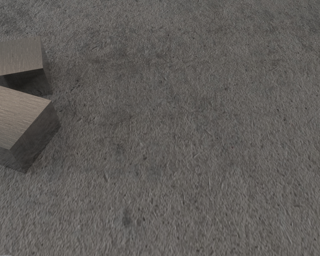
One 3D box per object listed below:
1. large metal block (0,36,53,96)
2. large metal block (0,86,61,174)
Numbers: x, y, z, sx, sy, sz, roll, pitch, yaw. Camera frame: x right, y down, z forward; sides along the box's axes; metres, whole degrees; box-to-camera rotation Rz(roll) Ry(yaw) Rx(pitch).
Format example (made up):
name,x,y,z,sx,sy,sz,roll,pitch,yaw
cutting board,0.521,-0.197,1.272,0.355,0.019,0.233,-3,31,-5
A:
name,x,y,z,sx,sy,sz,roll,pitch,yaw
large metal block,-0.210,-0.086,0.458,0.081,0.050,0.080,-13,51,-11
large metal block,-0.186,0.000,0.386,0.080,0.050,0.080,16,52,13
